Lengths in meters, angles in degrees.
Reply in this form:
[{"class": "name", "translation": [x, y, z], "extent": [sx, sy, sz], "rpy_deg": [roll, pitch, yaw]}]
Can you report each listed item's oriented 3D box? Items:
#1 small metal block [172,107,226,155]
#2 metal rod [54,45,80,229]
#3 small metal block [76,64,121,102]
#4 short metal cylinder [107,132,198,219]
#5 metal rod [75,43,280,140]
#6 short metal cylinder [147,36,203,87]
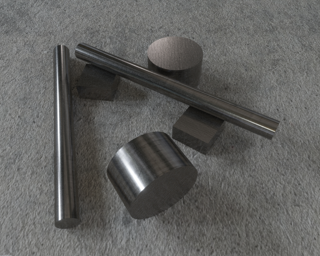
[{"class": "small metal block", "translation": [0.051, 0.000, 0.403], "extent": [0.050, 0.025, 0.050], "rpy_deg": [27, 55, 21]}, {"class": "metal rod", "translation": [-0.128, -0.013, 0.413], "extent": [0.025, 0.025, 0.300], "rpy_deg": [-10, 51, -8]}, {"class": "small metal block", "translation": [-0.090, -0.068, 0.460], "extent": [0.050, 0.025, 0.050], "rpy_deg": [6, 50, 5]}, {"class": "short metal cylinder", "translation": [-0.008, 0.050, 0.325], "extent": [0.081, 0.080, 0.050], "rpy_deg": [-25, 55, -20]}, {"class": "metal rod", "translation": [0.009, -0.057, 0.418], "extent": [0.301, 0.025, 0.025], "rpy_deg": [25, 54, 19]}, {"class": "short metal cylinder", "translation": [0.022, -0.093, 0.465], "extent": [0.081, 0.050, 0.080], "rpy_deg": [0, 50, 0]}]
